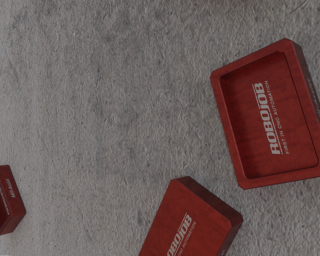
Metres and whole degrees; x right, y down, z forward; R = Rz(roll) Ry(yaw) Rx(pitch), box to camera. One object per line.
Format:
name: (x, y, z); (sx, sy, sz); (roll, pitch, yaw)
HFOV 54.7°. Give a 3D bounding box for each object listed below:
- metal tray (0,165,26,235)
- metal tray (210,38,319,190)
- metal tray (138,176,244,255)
metal tray: (-0.349, 0.159, 0.689); (0.090, 0.030, 0.130); (-48, 62, 29)
metal tray: (0.110, -0.011, 0.310); (0.090, 0.030, 0.129); (-21, 77, 38)
metal tray: (0.032, 0.136, 0.375); (0.090, 0.030, 0.129); (34, 111, 35)
